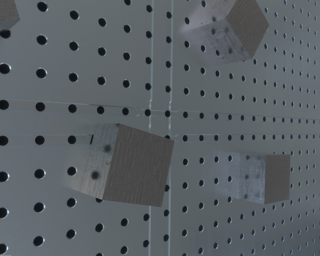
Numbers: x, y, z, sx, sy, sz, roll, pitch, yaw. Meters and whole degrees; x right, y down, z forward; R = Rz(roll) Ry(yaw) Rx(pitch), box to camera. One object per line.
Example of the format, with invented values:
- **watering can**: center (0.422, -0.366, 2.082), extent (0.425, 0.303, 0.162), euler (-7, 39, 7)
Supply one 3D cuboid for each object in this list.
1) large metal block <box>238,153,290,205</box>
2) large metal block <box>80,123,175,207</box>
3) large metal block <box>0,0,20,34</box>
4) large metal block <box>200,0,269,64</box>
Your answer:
- **large metal block**: center (0.185, 0.085, 0.546), extent (0.081, 0.050, 0.080), euler (3, 88, -40)
- **large metal block**: center (-0.036, 0.044, 0.362), extent (0.080, 0.050, 0.080), euler (19, 78, -38)
- **large metal block**: center (-0.172, -0.117, 0.248), extent (0.081, 0.050, 0.080), euler (-22, 104, -38)
- **large metal block**: center (0.120, -0.162, 0.492), extent (0.080, 0.050, 0.080), euler (45, 63, -31)
